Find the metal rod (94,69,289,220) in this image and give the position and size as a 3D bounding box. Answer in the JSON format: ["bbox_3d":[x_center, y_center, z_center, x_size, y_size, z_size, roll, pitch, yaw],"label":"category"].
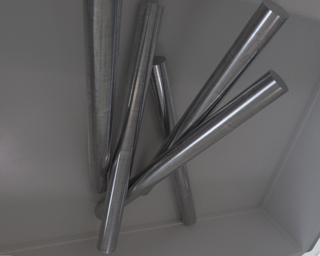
[{"bbox_3d":[0.011,0.039,0.357,0.025,0.025,0.299,20,134,-36],"label":"metal rod"}]

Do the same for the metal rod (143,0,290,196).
[{"bbox_3d":[0.034,-0.004,0.349,0.025,0.025,0.298,1,142,-29],"label":"metal rod"}]

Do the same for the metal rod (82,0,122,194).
[{"bbox_3d":[-0.057,-0.011,0.295,0.025,0.025,0.298,-14,148,-21],"label":"metal rod"}]

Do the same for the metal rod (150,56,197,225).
[{"bbox_3d":[0.023,0.040,0.445,0.025,0.025,0.298,-24,127,-14],"label":"metal rod"}]

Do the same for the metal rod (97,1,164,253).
[{"bbox_3d":[-0.038,0.012,0.361,0.025,0.025,0.298,4,106,-30],"label":"metal rod"}]
